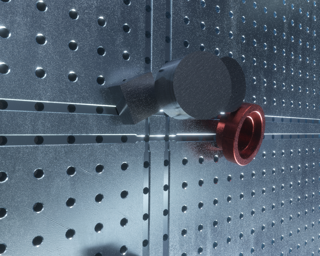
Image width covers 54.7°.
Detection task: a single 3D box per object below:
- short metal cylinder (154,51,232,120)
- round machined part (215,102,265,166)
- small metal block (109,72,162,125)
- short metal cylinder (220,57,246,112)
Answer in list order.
[{"bbox_3d":[0.040,-0.050,0.382,0.081,0.050,0.079,-1,91,-26],"label":"short metal cylinder"},{"bbox_3d":[0.125,0.007,0.493,0.099,0.042,0.097,-18,115,-44],"label":"round machined part"},{"bbox_3d":[-0.028,-0.037,0.385,0.050,0.025,0.050,-31,109,-36],"label":"small metal block"},{"bbox_3d":[0.083,-0.062,0.462,0.081,0.050,0.080,0,90,-40],"label":"short metal cylinder"}]
